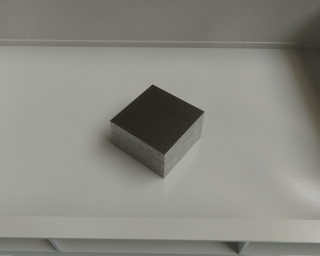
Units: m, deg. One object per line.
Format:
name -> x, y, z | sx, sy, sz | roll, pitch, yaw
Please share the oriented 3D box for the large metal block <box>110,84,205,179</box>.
large metal block -> -0.002, 0.002, 0.388 | 0.080, 0.050, 0.080 | 31, 56, 23
